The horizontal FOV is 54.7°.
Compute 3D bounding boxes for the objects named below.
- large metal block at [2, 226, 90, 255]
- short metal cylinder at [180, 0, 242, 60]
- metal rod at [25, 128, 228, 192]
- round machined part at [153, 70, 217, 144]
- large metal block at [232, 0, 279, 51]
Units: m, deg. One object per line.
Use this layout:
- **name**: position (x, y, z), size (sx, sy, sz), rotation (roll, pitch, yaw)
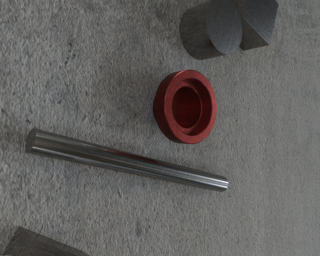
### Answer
- **large metal block**: position (-0.113, 0.152, 0.295), size (0.080, 0.050, 0.080), rotation (40, 66, -33)
- **short metal cylinder**: position (0.075, -0.144, 0.454), size (0.081, 0.050, 0.079), rotation (0, 90, -40)
- **metal rod**: position (-0.014, 0.050, 0.394), size (0.302, 0.025, 0.025), rotation (19, 78, -39)
- **round machined part**: position (0.030, -0.028, 0.421), size (0.099, 0.042, 0.097), rotation (0, 90, -40)
- **large metal block**: position (0.147, -0.188, 0.514), size (0.080, 0.050, 0.080), rotation (27, 73, -37)
